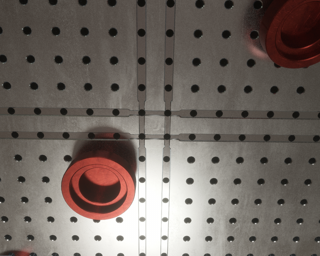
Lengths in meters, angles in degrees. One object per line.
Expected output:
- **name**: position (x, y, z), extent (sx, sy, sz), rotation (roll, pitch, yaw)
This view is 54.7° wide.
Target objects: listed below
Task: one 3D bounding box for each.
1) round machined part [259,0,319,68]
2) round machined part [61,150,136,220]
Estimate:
- **round machined part**: position (0.160, -0.120, 0.350), extent (0.099, 0.042, 0.097), rotation (-5, 135, -5)
- **round machined part**: position (-0.082, 0.075, 0.431), extent (0.099, 0.042, 0.097), rotation (0, 110, -1)
